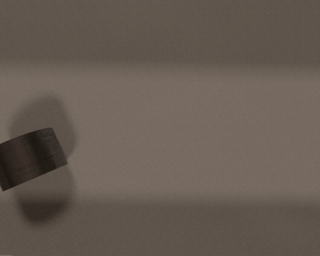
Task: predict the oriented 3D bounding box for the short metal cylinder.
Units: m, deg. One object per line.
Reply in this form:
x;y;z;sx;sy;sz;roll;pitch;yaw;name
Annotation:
-0.162;0.038;0.382;0.080;0.080;0.050;-23;90;0;short metal cylinder
